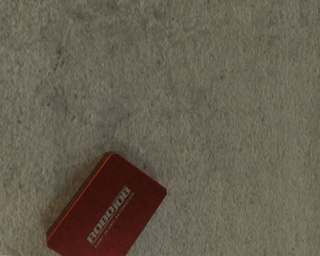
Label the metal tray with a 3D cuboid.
[{"bbox_3d":[-0.064,0.105,0.384,0.090,0.030,0.130,39,77,-16],"label":"metal tray"}]
